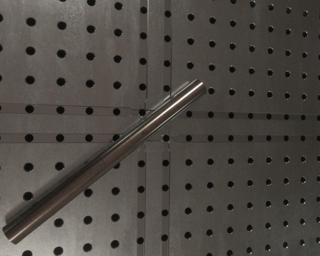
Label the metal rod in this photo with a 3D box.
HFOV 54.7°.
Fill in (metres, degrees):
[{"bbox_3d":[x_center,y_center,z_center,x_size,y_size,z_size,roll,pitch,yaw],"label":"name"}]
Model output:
[{"bbox_3d":[-0.057,0.032,0.392,0.301,0.025,0.025,-38,103,-16],"label":"metal rod"}]
